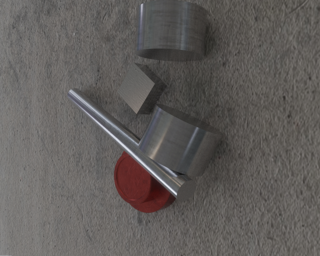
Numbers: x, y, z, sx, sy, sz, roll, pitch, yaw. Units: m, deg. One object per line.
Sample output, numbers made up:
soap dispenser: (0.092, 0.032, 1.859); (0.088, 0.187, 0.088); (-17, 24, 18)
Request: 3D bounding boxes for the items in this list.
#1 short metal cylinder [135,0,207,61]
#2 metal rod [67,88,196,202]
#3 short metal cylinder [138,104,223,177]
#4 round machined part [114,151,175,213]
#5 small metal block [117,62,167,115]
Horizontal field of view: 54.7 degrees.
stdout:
short metal cylinder: (0.013, -0.109, 0.359); (0.080, 0.081, 0.050); (6, 94, 40)
metal rod: (-0.059, 0.004, 0.418); (0.300, 0.025, 0.025); (35, 112, 46)
short metal cylinder: (0.023, 0.012, 0.347); (0.080, 0.080, 0.050); (32, 102, 35)
round machined part: (-0.023, 0.065, 0.413); (0.098, 0.042, 0.097); (0, 90, 40)
small metal block: (-0.026, -0.054, 0.426); (0.050, 0.025, 0.050); (48, 118, 29)
